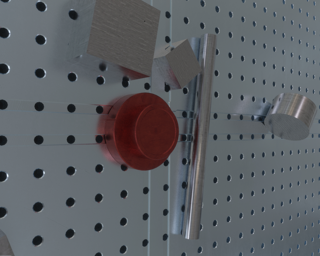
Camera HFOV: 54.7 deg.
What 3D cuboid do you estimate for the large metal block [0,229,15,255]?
[{"bbox_3d":[-0.147,0.124,0.251,0.050,0.080,0.080,-25,106,-37],"label":"large metal block"}]

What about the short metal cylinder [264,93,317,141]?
[{"bbox_3d":[0.243,-0.020,0.577,0.080,0.080,0.050,46,62,-30],"label":"short metal cylinder"}]

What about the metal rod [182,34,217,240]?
[{"bbox_3d":[0.059,0.009,0.458,0.025,0.025,0.298,10,84,-40],"label":"metal rod"}]

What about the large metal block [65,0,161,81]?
[{"bbox_3d":[-0.051,-0.105,0.349,0.081,0.050,0.080,14,81,-39],"label":"large metal block"}]

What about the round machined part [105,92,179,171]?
[{"bbox_3d":[-0.015,0.004,0.386,0.099,0.042,0.097,0,90,-40],"label":"round machined part"}]

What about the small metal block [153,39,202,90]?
[{"bbox_3d":[0.025,-0.088,0.430,0.050,0.025,0.050,-44,117,-31],"label":"small metal block"}]
